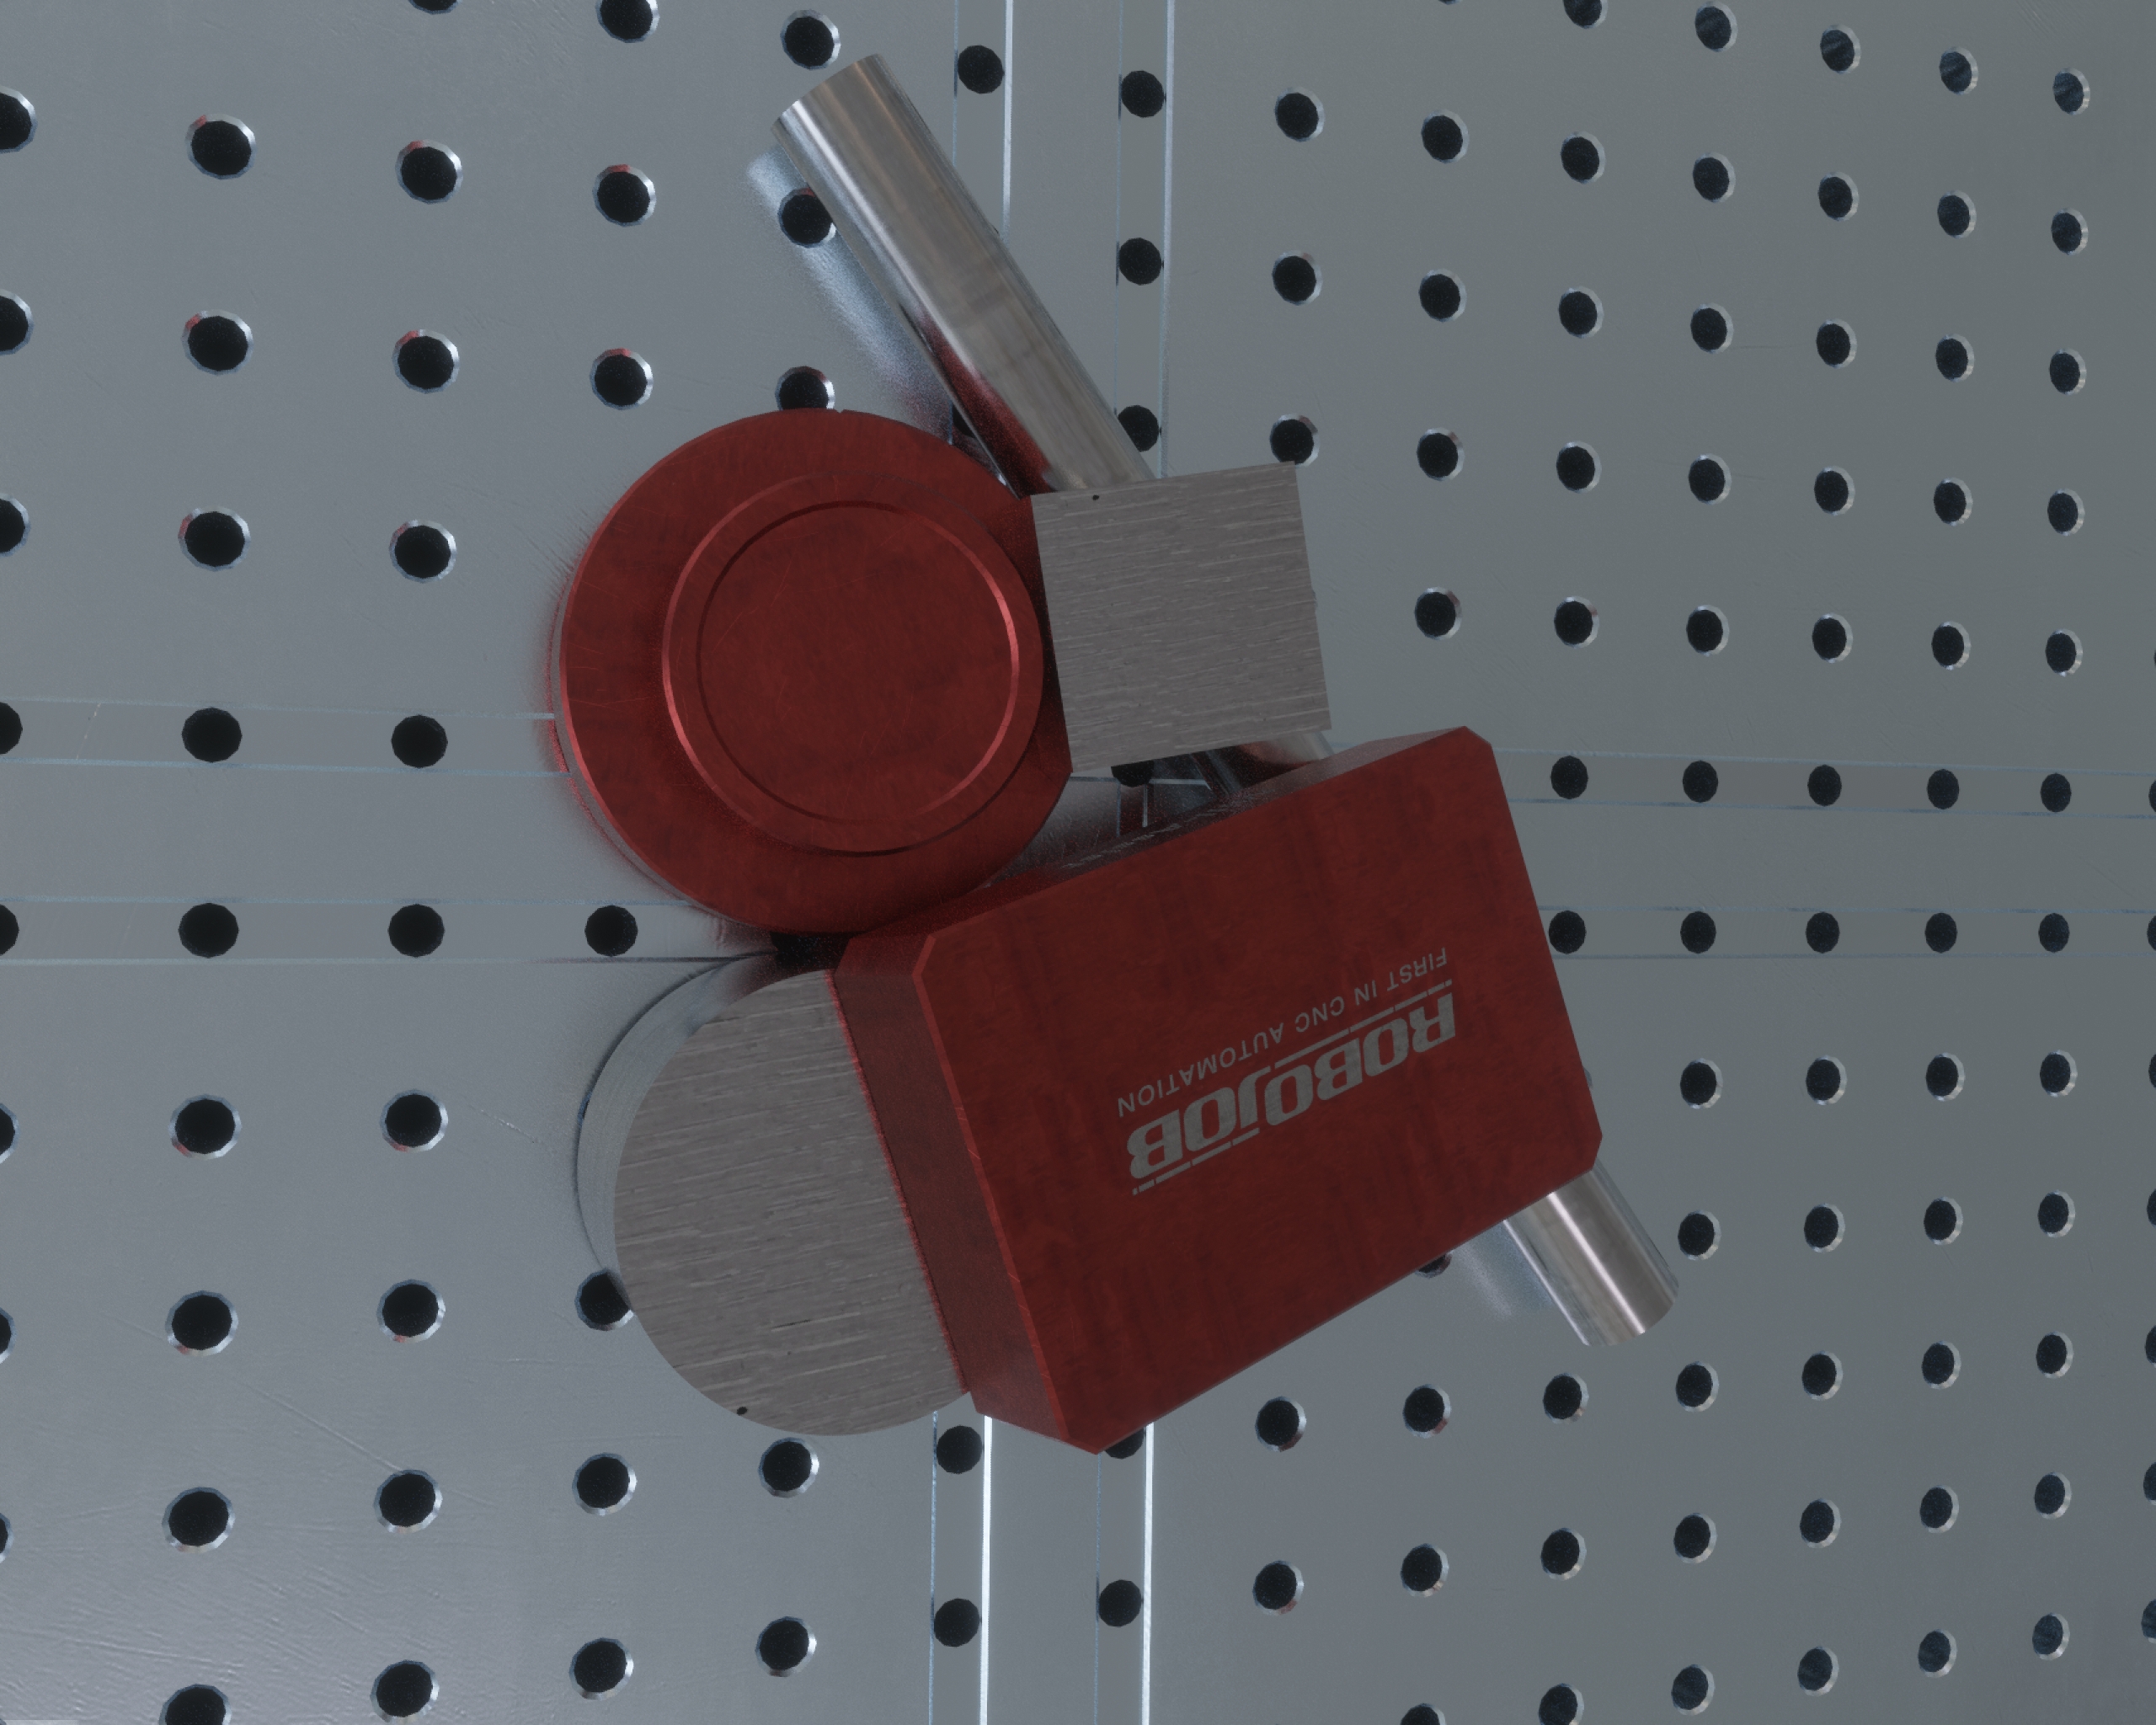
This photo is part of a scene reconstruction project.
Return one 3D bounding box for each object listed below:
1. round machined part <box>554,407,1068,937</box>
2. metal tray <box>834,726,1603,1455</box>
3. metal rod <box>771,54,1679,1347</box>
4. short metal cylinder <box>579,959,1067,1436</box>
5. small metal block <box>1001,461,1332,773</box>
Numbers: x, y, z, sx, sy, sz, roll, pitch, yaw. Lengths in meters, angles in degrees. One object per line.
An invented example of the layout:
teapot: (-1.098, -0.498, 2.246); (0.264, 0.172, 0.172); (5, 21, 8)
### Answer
round machined part: (-0.044, -0.035, 0.382); (0.099, 0.042, 0.097); (0, 90, -19)
metal tray: (0.030, 0.036, 0.377); (0.131, 0.030, 0.089); (-21, 98, -32)
metal rod: (0.036, -0.024, 0.422); (0.025, 0.025, 0.299); (-38, 102, -16)
short metal cylinder: (-0.047, 0.057, 0.378); (0.081, 0.050, 0.079); (0, 90, -20)
small metal block: (0.016, -0.046, 0.390); (0.050, 0.025, 0.050); (-10, 96, -15)
